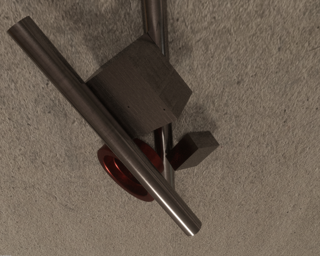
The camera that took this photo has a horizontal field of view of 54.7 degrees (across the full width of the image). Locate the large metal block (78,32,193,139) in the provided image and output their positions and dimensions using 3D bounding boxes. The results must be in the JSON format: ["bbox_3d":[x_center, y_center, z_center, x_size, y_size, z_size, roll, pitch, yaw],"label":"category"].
[{"bbox_3d":[-0.026,-0.040,0.332,0.080,0.050,0.080,-24,115,40],"label":"large metal block"}]

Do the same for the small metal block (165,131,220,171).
[{"bbox_3d":[0.044,0.030,0.418,0.050,0.025,0.050,-4,143,-48],"label":"small metal block"}]

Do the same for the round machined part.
[{"bbox_3d":[-0.034,0.050,0.418,0.098,0.042,0.097,30,149,21],"label":"round machined part"}]

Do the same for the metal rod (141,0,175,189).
[{"bbox_3d":[0.002,-0.017,0.392,0.025,0.025,0.298,-3,130,2],"label":"metal rod"}]

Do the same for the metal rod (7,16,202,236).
[{"bbox_3d":[-0.043,0.016,0.336,0.025,0.025,0.300,-29,114,22],"label":"metal rod"}]
